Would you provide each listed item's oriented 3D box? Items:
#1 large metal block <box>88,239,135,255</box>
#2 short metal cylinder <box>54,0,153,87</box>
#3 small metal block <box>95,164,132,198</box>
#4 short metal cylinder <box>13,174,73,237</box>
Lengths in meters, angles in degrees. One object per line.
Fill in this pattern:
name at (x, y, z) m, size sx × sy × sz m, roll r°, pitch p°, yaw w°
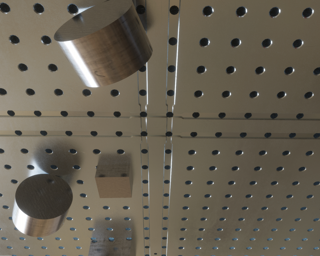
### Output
large metal block at (-0.095, 0.269, 0.623) m, size 0.080 × 0.050 × 0.080 m, roll -3°, pitch 130°, yaw 2°
short metal cylinder at (-0.054, -0.084, 0.303) m, size 0.080 × 0.080 × 0.050 m, roll -16°, pitch 128°, yaw 13°
small metal block at (-0.070, 0.083, 0.482) m, size 0.050 × 0.025 × 0.050 m, roll -1°, pitch 130°, yaw 0°
short metal cylinder at (-0.180, 0.117, 0.474) m, size 0.081 × 0.080 × 0.050 m, roll 17°, pitch 128°, yaw -14°
